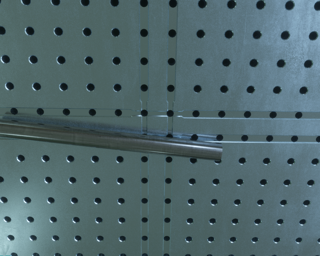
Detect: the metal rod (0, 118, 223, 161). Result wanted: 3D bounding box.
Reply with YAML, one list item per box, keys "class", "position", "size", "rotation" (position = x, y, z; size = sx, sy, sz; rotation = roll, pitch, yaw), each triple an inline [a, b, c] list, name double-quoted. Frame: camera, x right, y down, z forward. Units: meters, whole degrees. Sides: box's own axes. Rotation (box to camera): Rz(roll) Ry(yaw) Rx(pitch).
- class: "metal rod"
  position: [-0.067, 0.016, 0.418]
  size: [0.302, 0.025, 0.025]
  rotation: [6, 110, -3]
